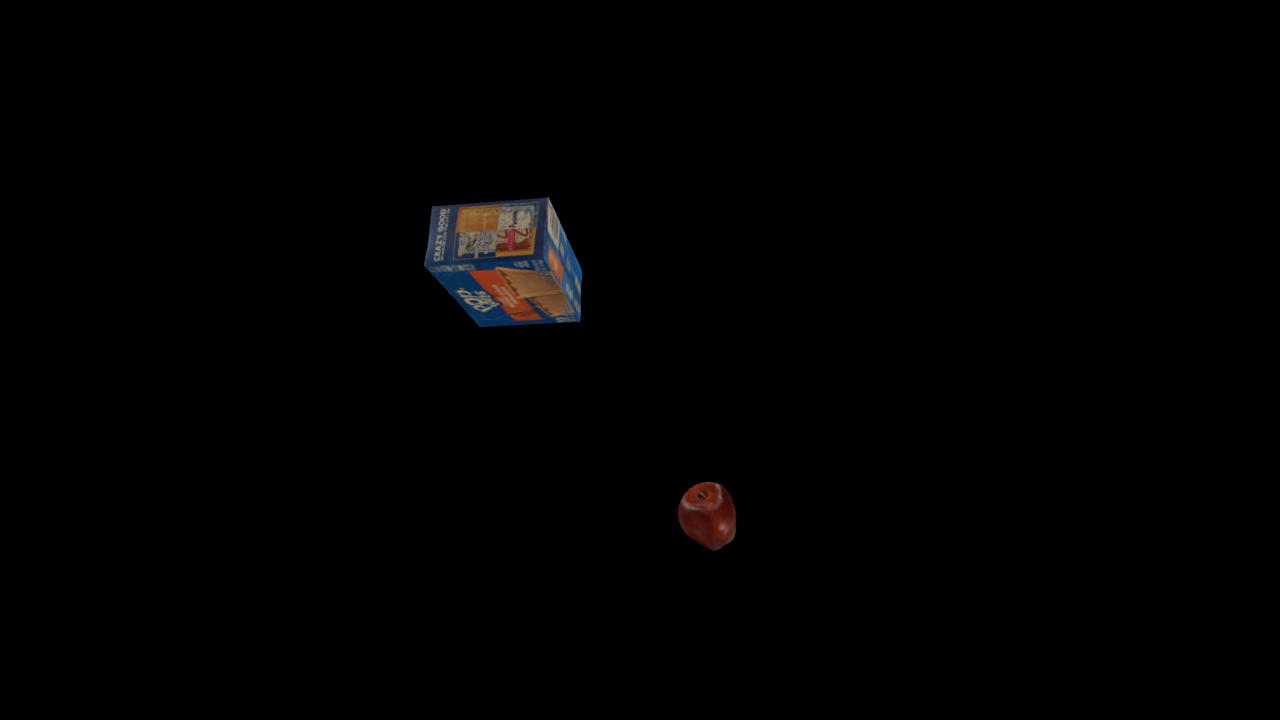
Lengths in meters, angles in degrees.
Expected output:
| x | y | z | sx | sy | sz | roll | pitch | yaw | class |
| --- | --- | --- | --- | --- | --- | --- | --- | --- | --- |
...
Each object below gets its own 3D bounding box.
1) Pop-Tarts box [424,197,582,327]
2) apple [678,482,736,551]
| x | y | z | sx | sy | sz | roll | pitch | yaw | class |
| --- | --- | --- | --- | --- | --- | --- | --- | --- | --- |
| -0.158 | -0.112 | 0.754 | 0.141 | 0.083 | 0.167 | -2 | -22 | 7 | Pop-Tarts box |
| 0.092 | 0.212 | 0.835 | 0.079 | 0.093 | 0.079 | -16 | 29 | 9 | apple |
